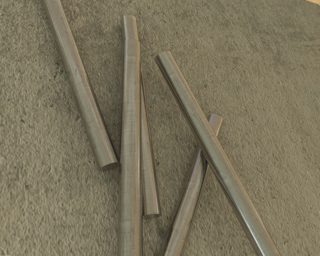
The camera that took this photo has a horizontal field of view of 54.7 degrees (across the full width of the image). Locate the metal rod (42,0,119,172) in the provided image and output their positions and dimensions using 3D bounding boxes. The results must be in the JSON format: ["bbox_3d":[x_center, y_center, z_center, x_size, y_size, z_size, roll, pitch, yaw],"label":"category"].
[{"bbox_3d":[-0.112,-0.086,0.395,0.025,0.025,0.299,-10,67,-33],"label":"metal rod"}]

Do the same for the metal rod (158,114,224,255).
[{"bbox_3d":[0.030,0.095,0.361,0.025,0.025,0.301,32,52,-8],"label":"metal rod"}]

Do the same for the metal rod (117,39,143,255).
[{"bbox_3d":[-0.033,0.024,0.351,0.025,0.025,0.299,10,62,-23],"label":"metal rod"}]

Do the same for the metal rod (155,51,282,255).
[{"bbox_3d":[0.066,0.028,0.388,0.025,0.025,0.299,-14,69,-34],"label":"metal rod"}]

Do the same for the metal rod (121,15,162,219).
[{"bbox_3d":[-0.030,-0.034,0.408,0.025,0.025,0.299,6,59,-25],"label":"metal rod"}]
